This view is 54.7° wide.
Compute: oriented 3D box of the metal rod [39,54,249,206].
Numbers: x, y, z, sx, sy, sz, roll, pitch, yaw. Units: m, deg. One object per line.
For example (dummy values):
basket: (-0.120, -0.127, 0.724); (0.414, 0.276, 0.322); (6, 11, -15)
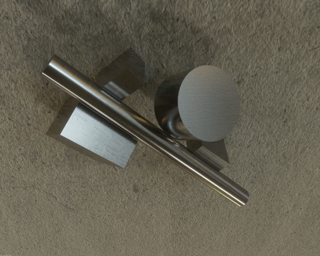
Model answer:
metal rod: (0.003, 0.018, 0.359); (0.301, 0.025, 0.025); (36, 121, -27)

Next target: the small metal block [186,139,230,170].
small metal block: (0.062, 0.025, 0.411); (0.050, 0.050, 0.025); (33, 122, -25)

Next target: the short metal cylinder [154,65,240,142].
short metal cylinder: (0.041, -0.025, 0.344); (0.080, 0.080, 0.050); (32, 164, -24)

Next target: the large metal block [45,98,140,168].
large metal block: (-0.081, 0.005, 0.372); (0.080, 0.050, 0.080); (33, 163, -26)

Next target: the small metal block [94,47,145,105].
small metal block: (-0.044, -0.056, 0.345); (0.050, 0.050, 0.025); (-31, 124, 23)
